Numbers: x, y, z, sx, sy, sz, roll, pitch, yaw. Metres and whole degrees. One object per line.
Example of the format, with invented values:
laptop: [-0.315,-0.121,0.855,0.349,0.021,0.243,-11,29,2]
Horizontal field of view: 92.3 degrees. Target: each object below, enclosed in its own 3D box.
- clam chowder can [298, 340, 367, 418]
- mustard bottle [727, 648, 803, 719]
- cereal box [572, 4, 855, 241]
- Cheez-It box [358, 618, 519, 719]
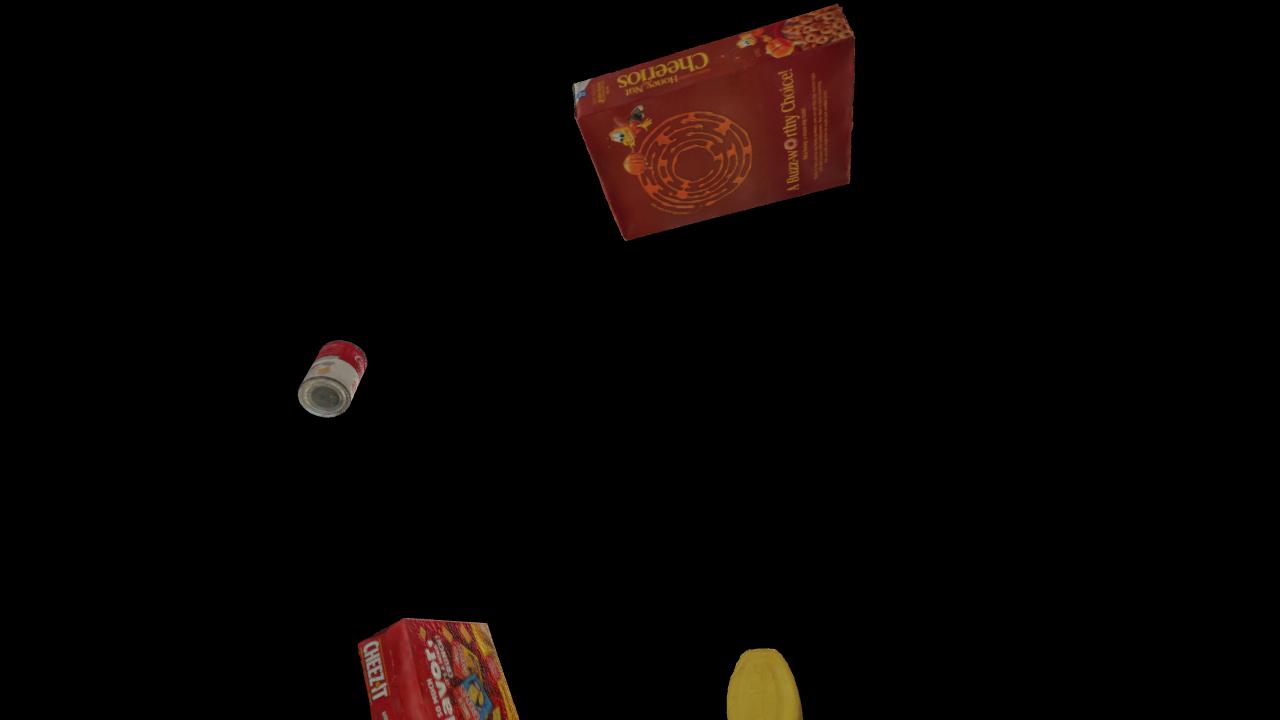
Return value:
clam chowder can: [-0.431,0.026,0.866,0.068,0.068,0.102,0,31,-9]
mustard bottle: [0.114,0.326,0.487,0.054,0.184,0.092,-13,26,10]
cereal box: [0.093,-0.269,0.739,0.306,0.081,0.203,-12,-34,10]
Cheez-It box: [-0.236,0.412,0.753,0.071,0.166,0.223,-29,-27,0]
